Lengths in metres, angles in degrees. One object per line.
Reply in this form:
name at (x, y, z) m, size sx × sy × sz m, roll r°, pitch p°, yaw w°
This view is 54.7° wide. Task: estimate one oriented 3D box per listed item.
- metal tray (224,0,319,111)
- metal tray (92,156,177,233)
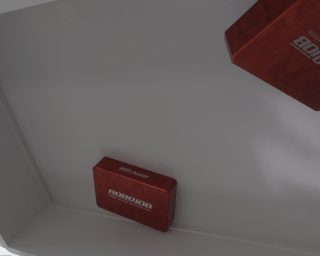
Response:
metal tray at (0.129, -0.067, 0.249) m, size 0.131 × 0.030 × 0.090 m, roll 19°, pitch 139°, yaw -32°
metal tray at (-0.041, 0.105, 0.492) m, size 0.130 × 0.030 × 0.089 m, roll 15°, pitch 125°, yaw 19°
